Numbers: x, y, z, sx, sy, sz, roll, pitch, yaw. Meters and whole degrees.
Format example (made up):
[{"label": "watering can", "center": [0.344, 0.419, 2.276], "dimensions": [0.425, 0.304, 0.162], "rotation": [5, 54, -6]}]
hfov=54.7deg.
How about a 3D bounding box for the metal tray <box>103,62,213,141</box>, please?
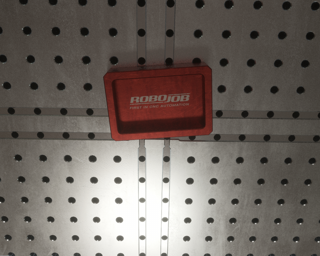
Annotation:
[{"label": "metal tray", "center": [0.000, -0.034, 0.398], "dimensions": [0.131, 0.030, 0.089], "rotation": [-4, 110, 1]}]
